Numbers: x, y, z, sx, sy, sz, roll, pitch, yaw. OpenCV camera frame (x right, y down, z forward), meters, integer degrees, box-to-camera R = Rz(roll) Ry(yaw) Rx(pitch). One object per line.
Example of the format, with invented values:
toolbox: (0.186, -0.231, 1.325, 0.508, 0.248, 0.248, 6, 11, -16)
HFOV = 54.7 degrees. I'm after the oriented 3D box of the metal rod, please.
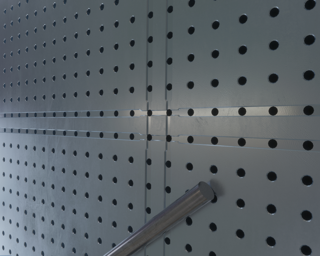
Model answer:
metal rod: (-0.037, 0.164, 0.439, 0.299, 0.025, 0.025, -45, 63, 30)
